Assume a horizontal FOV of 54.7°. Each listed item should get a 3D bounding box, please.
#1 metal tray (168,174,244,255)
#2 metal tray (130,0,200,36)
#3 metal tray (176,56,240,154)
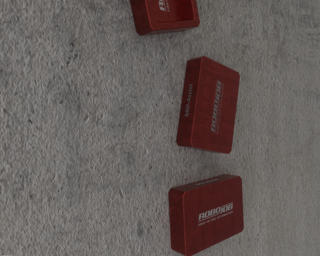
[{"bbox_3d":[0.073,0.125,0.462,0.131,0.030,0.089,-5,94,-40],"label":"metal tray"},{"bbox_3d":[0.001,-0.191,0.400,0.091,0.030,0.129,-20,103,-38],"label":"metal tray"},{"bbox_3d":[0.075,-0.031,0.463,0.091,0.030,0.129,13,82,-39],"label":"metal tray"}]
